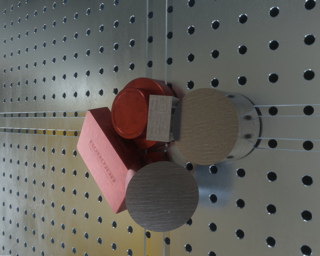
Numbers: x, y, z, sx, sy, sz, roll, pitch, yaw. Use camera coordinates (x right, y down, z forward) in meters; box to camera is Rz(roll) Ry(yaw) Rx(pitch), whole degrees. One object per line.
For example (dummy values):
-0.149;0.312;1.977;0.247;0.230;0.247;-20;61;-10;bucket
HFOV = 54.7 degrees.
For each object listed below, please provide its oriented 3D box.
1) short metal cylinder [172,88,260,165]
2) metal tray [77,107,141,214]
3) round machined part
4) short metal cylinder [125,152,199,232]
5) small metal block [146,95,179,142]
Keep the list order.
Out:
0.060;-0.002;0.339;0.080;0.050;0.079;0;90;40;short metal cylinder
-0.071;0.044;0.445;0.130;0.030;0.089;53;136;26;metal tray
-0.028;-0.019;0.415;0.098;0.042;0.097;0;90;40;round machined part
0.000;0.072;0.360;0.050;0.081;0.079;-132;49;-80;short metal cylinder
0.004;-0.011;0.360;0.025;0.050;0.050;5;93;12;small metal block
